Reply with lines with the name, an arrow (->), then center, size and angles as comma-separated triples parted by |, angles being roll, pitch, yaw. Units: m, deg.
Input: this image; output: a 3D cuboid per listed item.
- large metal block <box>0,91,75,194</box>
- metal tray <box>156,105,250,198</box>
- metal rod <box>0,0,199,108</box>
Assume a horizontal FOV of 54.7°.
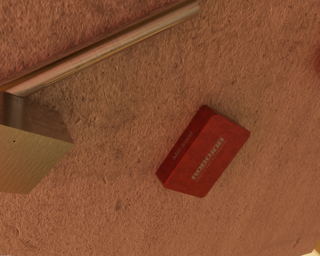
large metal block -> -0.147, 0.017, 0.301 | 0.080, 0.050, 0.080 | -45, 146, 15
metal tray -> 0.065, 0.039, 0.464 | 0.090, 0.030, 0.129 | 24, 105, -37
metal rod -> -0.094, -0.065, 0.315 | 0.302, 0.025, 0.025 | -28, 128, -11
